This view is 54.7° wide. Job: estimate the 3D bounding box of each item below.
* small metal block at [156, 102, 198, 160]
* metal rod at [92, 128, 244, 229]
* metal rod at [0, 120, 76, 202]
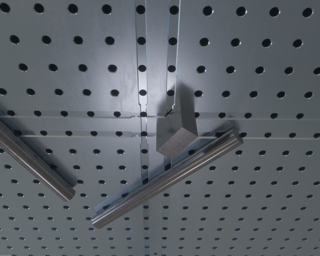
[{"bbox_3d":[0.021,0.004,0.398,0.025,0.050,0.050,31,124,-24],"label":"small metal block"},{"bbox_3d":[-0.003,0.089,0.487,0.299,0.025,0.025,-36,122,26],"label":"metal rod"},{"bbox_3d":[-0.214,0.007,0.415,0.025,0.025,0.299,-21,127,17],"label":"metal rod"}]
